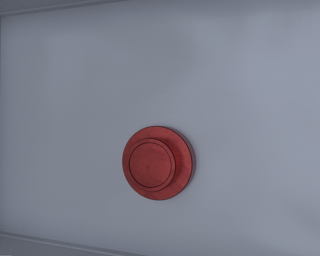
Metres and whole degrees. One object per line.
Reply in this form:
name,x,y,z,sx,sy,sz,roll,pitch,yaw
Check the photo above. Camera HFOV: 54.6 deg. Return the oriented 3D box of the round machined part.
round machined part,-0.006,0.046,0.404,0.098,0.042,0.097,0,90,20
